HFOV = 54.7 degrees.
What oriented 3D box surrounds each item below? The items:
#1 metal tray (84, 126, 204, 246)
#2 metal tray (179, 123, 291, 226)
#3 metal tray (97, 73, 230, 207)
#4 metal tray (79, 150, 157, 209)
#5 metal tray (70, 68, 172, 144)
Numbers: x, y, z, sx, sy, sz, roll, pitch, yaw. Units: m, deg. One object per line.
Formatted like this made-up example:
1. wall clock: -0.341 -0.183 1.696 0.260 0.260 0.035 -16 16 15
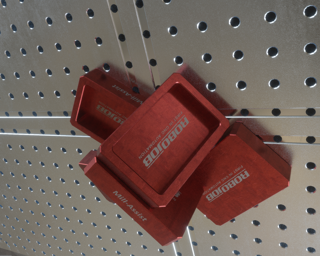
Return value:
1. metal tray: -0.014 0.064 0.375 0.130 0.090 0.030 44 129 -3
2. metal tray: 0.087 0.064 0.399 0.090 0.030 0.129 41 129 -1
3. metal tray: 0.007 0.011 0.346 0.090 0.130 0.030 44 157 -2
4. metal tray: -0.051 0.078 0.450 0.130 0.030 0.090 1 131 44
5. metal tray: -0.056 -0.012 0.429 0.130 0.030 0.089 31 128 7
